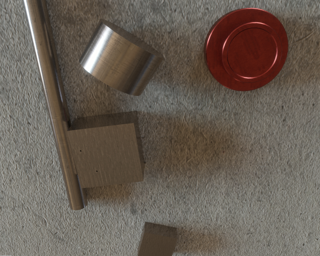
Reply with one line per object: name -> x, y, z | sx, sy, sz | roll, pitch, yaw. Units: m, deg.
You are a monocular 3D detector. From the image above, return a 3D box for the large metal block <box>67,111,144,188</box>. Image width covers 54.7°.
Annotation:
large metal block -> -0.066, 0.027, 0.406 | 0.080, 0.050, 0.079 | -7, 110, 2

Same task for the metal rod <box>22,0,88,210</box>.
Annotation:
metal rod -> -0.132, -0.027, 0.397 | 0.025, 0.025, 0.298 | -5, 110, 1

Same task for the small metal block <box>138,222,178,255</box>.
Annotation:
small metal block -> -0.004, 0.177, 0.475 | 0.050, 0.025, 0.050 | 12, 110, -5

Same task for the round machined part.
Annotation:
round machined part -> 0.104, -0.091, 0.369 | 0.099, 0.042, 0.097 | 0, 110, -1

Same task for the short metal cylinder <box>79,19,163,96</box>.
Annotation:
short metal cylinder -> -0.043, -0.079, 0.351 | 0.080, 0.080, 0.050 | 30, 107, -11
